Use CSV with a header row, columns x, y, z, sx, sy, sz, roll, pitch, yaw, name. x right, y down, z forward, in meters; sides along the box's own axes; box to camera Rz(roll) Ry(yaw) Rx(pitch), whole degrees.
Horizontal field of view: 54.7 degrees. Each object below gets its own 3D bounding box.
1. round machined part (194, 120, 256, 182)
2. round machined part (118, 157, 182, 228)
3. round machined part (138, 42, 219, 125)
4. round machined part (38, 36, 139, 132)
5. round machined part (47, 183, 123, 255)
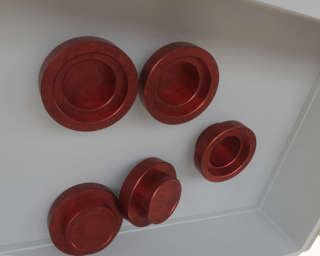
x,y,z,sx,sy,sz,roll,pitch,yaw,name
0.093,0.031,0.470,0.099,0.042,0.097,-14,125,-21,round machined part
-0.007,0.094,0.431,0.099,0.042,0.097,-26,126,-42,round machined part
0.019,-0.056,0.375,0.099,0.042,0.097,-14,125,-21,round machined part
-0.076,-0.048,0.327,0.099,0.042,0.097,-14,125,-21,round machined part
-0.094,0.126,0.410,0.099,0.042,0.097,-8,107,-26,round machined part
